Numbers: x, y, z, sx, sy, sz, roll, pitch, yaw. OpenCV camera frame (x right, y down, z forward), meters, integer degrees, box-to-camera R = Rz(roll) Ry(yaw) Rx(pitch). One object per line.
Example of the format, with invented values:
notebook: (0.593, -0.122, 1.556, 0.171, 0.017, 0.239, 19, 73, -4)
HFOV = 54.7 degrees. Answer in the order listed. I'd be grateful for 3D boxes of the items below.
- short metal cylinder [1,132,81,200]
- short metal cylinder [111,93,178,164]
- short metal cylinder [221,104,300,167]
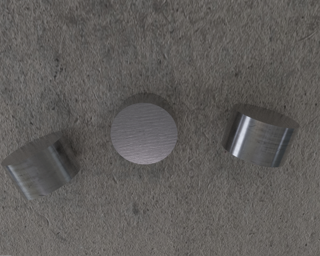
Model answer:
short metal cylinder: (-0.150, 0.046, 0.396, 0.080, 0.080, 0.050, -21, 109, 7)
short metal cylinder: (-0.019, -0.001, 0.396, 0.081, 0.050, 0.079, 0, 110, 0)
short metal cylinder: (0.123, 0.007, 0.384, 0.080, 0.080, 0.050, 12, 110, -5)
